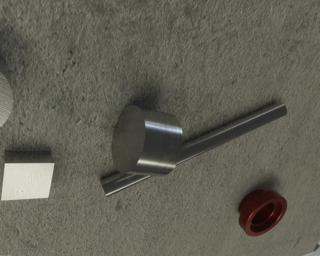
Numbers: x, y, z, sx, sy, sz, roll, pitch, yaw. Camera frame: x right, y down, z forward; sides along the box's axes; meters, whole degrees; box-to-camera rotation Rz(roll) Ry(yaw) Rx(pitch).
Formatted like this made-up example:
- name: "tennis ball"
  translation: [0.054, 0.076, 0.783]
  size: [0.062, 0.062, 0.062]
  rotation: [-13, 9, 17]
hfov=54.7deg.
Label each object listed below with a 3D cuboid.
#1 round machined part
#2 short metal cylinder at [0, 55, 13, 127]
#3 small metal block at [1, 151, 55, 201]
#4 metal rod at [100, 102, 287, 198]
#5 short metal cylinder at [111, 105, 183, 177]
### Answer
- name: "round machined part"
  translation: [0.192, 0.158, 0.599]
  size: [0.099, 0.042, 0.097]
  rotation: [-14, 124, -21]
- name: "short metal cylinder"
  translation: [-0.175, -0.035, 0.273]
  size: [0.081, 0.050, 0.079]
  rotation: [-14, 124, -21]
- name: "small metal block"
  translation: [-0.153, 0.054, 0.357]
  size: [0.050, 0.025, 0.050]
  rotation: [3, 117, -30]
- name: "metal rod"
  translation: [0.058, 0.026, 0.454]
  size: [0.302, 0.025, 0.025]
  rotation: [-23, 127, -15]
- name: "short metal cylinder"
  translation: [-0.017, 0.016, 0.372]
  size: [0.050, 0.080, 0.079]
  rotation: [11, 113, -33]
